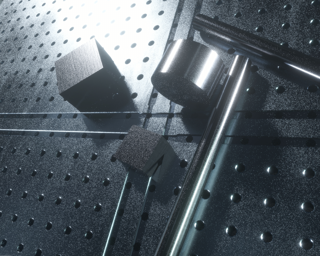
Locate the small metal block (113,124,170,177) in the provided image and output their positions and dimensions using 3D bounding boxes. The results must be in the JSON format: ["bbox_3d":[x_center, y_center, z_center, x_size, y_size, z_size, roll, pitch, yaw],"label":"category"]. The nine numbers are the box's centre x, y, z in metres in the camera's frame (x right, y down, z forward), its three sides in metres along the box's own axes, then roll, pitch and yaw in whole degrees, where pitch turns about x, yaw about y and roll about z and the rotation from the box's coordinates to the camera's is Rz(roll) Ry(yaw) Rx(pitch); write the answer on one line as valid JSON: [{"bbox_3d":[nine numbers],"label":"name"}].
[{"bbox_3d":[-0.024,0.029,0.402,0.050,0.025,0.050,20,72,35],"label":"small metal block"}]

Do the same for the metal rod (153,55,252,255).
[{"bbox_3d":[0.048,0.042,0.356,0.025,0.025,0.300,12,68,33],"label":"metal rod"}]

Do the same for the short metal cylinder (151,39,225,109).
[{"bbox_3d":[0.036,-0.066,0.394,0.080,0.080,0.050,15,70,34],"label":"short metal cylinder"}]

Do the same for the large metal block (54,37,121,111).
[{"bbox_3d":[-0.120,-0.088,0.507,0.080,0.050,0.080,-29,52,9],"label":"large metal block"}]

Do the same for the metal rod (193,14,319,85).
[{"bbox_3d":[0.151,-0.089,0.382,0.025,0.025,0.300,-47,52,-5],"label":"metal rod"}]
